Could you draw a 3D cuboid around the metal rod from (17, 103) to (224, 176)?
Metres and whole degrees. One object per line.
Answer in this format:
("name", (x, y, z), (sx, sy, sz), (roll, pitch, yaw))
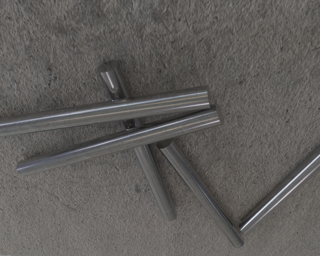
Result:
("metal rod", (-0.067, 0.022, 0.397), (0.300, 0.025, 0.025), (-16, 129, 23))

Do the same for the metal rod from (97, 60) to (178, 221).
("metal rod", (-0.020, 0.041, 0.441), (0.025, 0.025, 0.299), (-12, 130, 9))

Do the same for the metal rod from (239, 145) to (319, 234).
("metal rod", (0.212, 0.077, 0.474), (0.025, 0.025, 0.298), (18, 128, -15))

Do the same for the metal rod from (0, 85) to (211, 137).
("metal rod", (-0.092, -0.015, 0.367), (0.301, 0.025, 0.025), (-7, 130, 16))

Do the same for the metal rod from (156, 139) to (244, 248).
("metal rod", (0.078, 0.118, 0.508), (0.025, 0.025, 0.300), (-23, 127, 18))
